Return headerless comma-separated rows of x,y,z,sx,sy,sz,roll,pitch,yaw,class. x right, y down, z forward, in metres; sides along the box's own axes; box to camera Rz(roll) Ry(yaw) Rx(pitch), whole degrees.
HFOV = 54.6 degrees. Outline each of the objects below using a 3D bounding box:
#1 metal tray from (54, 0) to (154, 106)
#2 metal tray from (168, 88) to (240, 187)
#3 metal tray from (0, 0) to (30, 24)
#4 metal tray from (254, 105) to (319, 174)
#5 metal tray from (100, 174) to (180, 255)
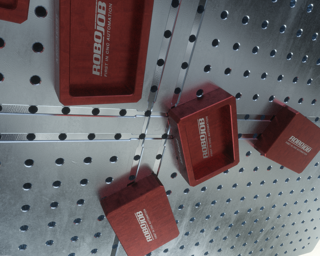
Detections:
-0.059,-0.089,0.319,0.091,0.030,0.129,-5,121,-26,metal tray
0.068,0.017,0.454,0.091,0.030,0.129,-24,127,-14,metal tray
-0.142,-0.156,0.233,0.091,0.030,0.129,4,116,-30,metal tray
0.236,0.024,0.551,0.131,0.030,0.090,24,105,-37,metal tray
-0.027,0.141,0.480,0.090,0.030,0.129,-26,128,-12,metal tray
